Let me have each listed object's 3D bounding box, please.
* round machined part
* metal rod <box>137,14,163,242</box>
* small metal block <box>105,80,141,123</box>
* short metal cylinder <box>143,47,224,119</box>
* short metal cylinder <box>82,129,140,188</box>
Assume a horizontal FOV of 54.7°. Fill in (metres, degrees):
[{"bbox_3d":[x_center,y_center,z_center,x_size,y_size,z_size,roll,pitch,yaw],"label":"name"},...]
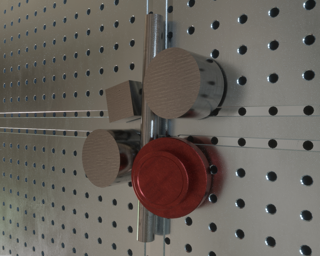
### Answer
[{"bbox_3d":[0.008,0.060,0.371,0.098,0.042,0.097,0,89,24],"label":"round machined part"},{"bbox_3d":[-0.014,0.001,0.415,0.025,0.025,0.298,4,92,40],"label":"metal rod"},{"bbox_3d":[-0.050,-0.037,0.445,0.050,0.025,0.050,-14,81,39],"label":"small metal block"},{"bbox_3d":[0.027,-0.050,0.365,0.080,0.050,0.079,0,90,40],"label":"short metal cylinder"},{"bbox_3d":[-0.066,0.041,0.442,0.080,0.050,0.079,0,90,40],"label":"short metal cylinder"}]
